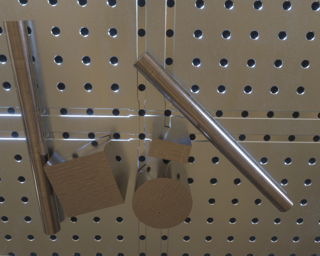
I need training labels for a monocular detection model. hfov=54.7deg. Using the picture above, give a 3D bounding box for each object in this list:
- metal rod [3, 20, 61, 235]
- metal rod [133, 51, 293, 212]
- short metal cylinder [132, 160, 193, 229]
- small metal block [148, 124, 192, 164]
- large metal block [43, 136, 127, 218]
[{"bbox_3d":[-0.167,0.014,0.416,0.025,0.025,0.298,-2,110,0],"label":"metal rod"},{"bbox_3d":[0.080,0.014,0.419,0.025,0.025,0.300,-43,105,14],"label":"metal rod"},{"bbox_3d":[0.003,0.092,0.434,0.081,0.050,0.079,0,110,-1],"label":"short metal cylinder"},{"bbox_3d":[0.012,0.020,0.408,0.050,0.050,0.025,12,110,-5],"label":"small metal block"},{"bbox_3d":[-0.097,0.066,0.423,0.080,0.050,0.080,-16,110,5],"label":"large metal block"}]
